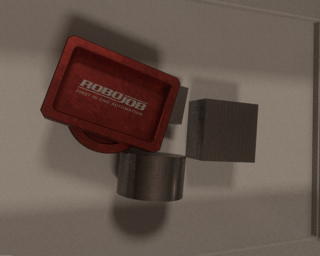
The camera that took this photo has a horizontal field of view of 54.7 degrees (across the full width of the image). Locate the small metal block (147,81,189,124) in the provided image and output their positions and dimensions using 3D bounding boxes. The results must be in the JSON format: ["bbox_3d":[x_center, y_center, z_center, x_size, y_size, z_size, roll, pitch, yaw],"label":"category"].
[{"bbox_3d":[0.006,-0.034,0.414,0.050,0.025,0.050,13,86,-20],"label":"small metal block"}]

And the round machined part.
[{"bbox_3d":[-0.064,-0.018,0.376,0.099,0.042,0.097,1,87,-18],"label":"round machined part"}]

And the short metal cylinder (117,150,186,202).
[{"bbox_3d":[-0.010,0.056,0.379,0.081,0.080,0.050,5,89,-20],"label":"short metal cylinder"}]

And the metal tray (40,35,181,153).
[{"bbox_3d":[-0.052,-0.034,0.343,0.131,0.030,0.090,20,81,-16],"label":"metal tray"}]

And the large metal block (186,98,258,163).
[{"bbox_3d":[0.085,0.005,0.430,0.081,0.050,0.080,4,89,-20],"label":"large metal block"}]
